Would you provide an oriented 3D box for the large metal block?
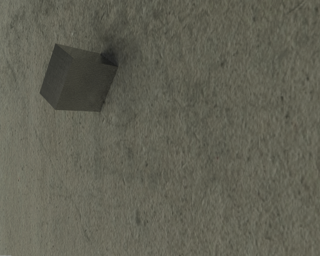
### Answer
[{"bbox_3d":[-0.122,-0.073,0.467,0.050,0.081,0.079,40,114,32],"label":"large metal block"}]
